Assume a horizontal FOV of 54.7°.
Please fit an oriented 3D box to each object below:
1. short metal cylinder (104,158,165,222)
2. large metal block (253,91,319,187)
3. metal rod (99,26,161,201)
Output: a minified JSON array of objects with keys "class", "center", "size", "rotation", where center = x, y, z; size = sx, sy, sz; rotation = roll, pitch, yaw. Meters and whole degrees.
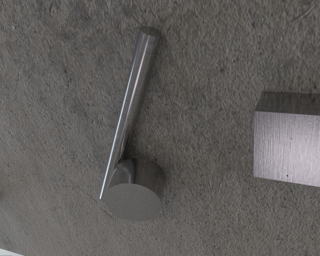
[{"class":"short metal cylinder","center":[-0.035,0.090,0.450],"size":[0.080,0.050,0.079],"rotation":[4,126,5]},{"class":"large metal block","center":[0.143,0.010,0.321],"size":[0.080,0.050,0.079],"rotation":[6,121,25]},{"class":"metal rod","center":[-0.051,0.004,0.435],"size":[0.025,0.025,0.298],"rotation":[28,128,10]}]
